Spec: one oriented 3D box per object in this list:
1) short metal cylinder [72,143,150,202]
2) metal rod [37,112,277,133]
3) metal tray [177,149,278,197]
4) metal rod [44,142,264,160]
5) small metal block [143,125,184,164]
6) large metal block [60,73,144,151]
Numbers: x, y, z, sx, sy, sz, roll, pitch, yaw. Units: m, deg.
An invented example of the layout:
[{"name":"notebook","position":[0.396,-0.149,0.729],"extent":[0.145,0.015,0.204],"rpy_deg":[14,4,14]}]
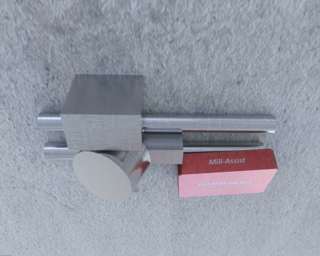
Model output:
[{"name":"short metal cylinder","position":[-0.059,0.045,0.383],"extent":[0.080,0.050,0.079],"rpy_deg":[15,131,18]},{"name":"metal rod","position":[-0.003,-0.007,0.403],"extent":[0.302,0.025,0.025],"rpy_deg":[1,130,-1]},{"name":"metal tray","position":[0.091,0.067,0.445],"extent":[0.131,0.030,0.090],"rpy_deg":[-4,148,1]},{"name":"metal rod","position":[-0.008,0.032,0.436],"extent":[0.302,0.025,0.025],"rpy_deg":[0,130,-1]},{"name":"small metal block","position":[0.004,0.021,0.409],"extent":[0.050,0.050,0.025],"rpy_deg":[1,130,-1]},{"name":"large metal block","position":[-0.060,-0.020,0.355],"extent":[0.081,0.080,0.050],"rpy_deg":[1,130,-1]}]
